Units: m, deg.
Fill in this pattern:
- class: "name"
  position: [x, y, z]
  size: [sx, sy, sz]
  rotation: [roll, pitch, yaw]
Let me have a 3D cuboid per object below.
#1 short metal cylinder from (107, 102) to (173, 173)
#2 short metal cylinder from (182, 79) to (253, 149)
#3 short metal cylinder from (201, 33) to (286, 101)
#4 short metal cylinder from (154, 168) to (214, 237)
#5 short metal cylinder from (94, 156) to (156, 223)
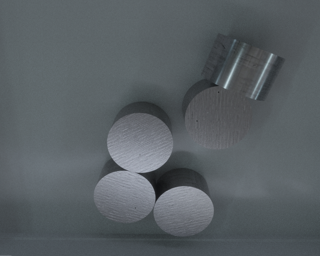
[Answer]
- class: "short metal cylinder"
  position: [-0.024, 0.011, 0.402]
  size: [0.081, 0.050, 0.079]
  rotation: [0, 110, 0]
- class: "short metal cylinder"
  position: [0.070, -0.019, 0.391]
  size: [0.081, 0.050, 0.079]
  rotation: [0, 110, 0]
- class: "short metal cylinder"
  position: [0.094, -0.071, 0.357]
  size: [0.080, 0.080, 0.050]
  rotation: [19, 109, -7]
- class: "short metal cylinder"
  position: [0.032, 0.104, 0.436]
  size: [0.081, 0.050, 0.079]
  rotation: [0, 110, 0]
- class: "short metal cylinder"
  position: [-0.046, 0.082, 0.428]
  size: [0.081, 0.050, 0.079]
  rotation: [0, 110, 0]
